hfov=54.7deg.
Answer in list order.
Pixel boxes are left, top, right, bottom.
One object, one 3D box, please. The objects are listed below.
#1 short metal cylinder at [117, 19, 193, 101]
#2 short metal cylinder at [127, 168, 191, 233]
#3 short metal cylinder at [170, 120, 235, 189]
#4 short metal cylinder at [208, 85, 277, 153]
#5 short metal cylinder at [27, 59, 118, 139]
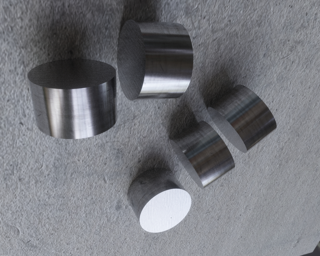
[{"bbox_3d":[-0.008,-0.070,0.324,0.050,0.080,0.079,-5,121,-26],"label":"short metal cylinder"},{"bbox_3d":[-0.002,0.105,0.455,0.081,0.050,0.079,-14,124,-21],"label":"short metal cylinder"},{"bbox_3d":[0.057,0.036,0.425,0.050,0.080,0.080,-32,129,-7],"label":"short metal cylinder"},{"bbox_3d":[0.111,-0.012,0.424,0.050,0.080,0.080,-38,129,-3],"label":"short metal cylinder"},{"bbox_3d":[-0.083,-0.031,0.306,0.081,0.080,0.050,-11,123,-23],"label":"short metal cylinder"}]
